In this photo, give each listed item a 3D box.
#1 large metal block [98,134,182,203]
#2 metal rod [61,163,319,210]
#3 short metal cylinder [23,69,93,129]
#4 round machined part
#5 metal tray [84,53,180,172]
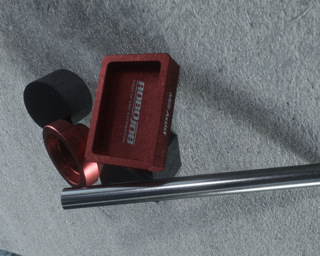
[{"bbox_3d":[-0.025,0.047,0.413,0.080,0.080,0.050,5,121,25],"label":"large metal block"},{"bbox_3d":[0.039,0.066,0.351,0.302,0.025,0.025,-6,118,3],"label":"metal rod"},{"bbox_3d":[-0.144,-0.038,0.442,0.080,0.050,0.079,13,124,20],"label":"short metal cylinder"},{"bbox_3d":[-0.112,0.032,0.417,0.098,0.042,0.097,30,136,34],"label":"round machined part"},{"bbox_3d":[-0.032,-0.019,0.359,0.090,0.030,0.129,5,81,25],"label":"metal tray"}]
